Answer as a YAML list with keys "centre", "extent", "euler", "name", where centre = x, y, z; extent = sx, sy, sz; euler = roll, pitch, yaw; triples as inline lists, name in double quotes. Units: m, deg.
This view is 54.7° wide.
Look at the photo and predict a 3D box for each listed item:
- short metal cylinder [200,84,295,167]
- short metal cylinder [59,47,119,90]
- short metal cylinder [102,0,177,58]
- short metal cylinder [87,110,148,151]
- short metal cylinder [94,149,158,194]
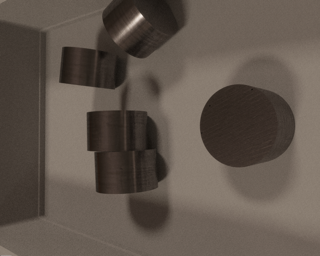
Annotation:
- centre: [0.089, -0.002, 0.316]
  extent: [0.080, 0.050, 0.079]
  euler: [0, 90, 39]
  name: "short metal cylinder"
- centre: [-0.104, -0.086, 0.454]
  extent: [0.080, 0.081, 0.050]
  euler: [12, 98, 39]
  name: "short metal cylinder"
- centre: [-0.024, -0.135, 0.389]
  extent: [0.050, 0.081, 0.080]
  euler: [-33, 70, 35]
  name: "short metal cylinder"
- centre: [-0.057, 0.004, 0.416]
  extent: [0.080, 0.081, 0.050]
  euler: [-2, 89, 39]
  name: "short metal cylinder"
- centre: [-0.044, 0.054, 0.405]
  extent: [0.080, 0.081, 0.050]
  euler: [-5, 87, 39]
  name: "short metal cylinder"
